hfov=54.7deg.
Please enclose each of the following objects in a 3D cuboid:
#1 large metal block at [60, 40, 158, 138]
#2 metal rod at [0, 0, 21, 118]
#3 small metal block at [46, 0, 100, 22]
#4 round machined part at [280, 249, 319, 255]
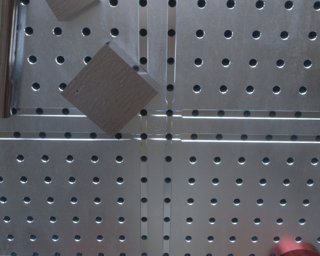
[{"bbox_3d":[-0.059,-0.049,0.381,0.080,0.050,0.080,43,105,-14],"label":"large metal block"},{"bbox_3d":[-0.173,-0.153,0.355,0.025,0.025,0.298,13,110,-5],"label":"metal rod"},{"bbox_3d":[-0.106,-0.157,0.354,0.050,0.025,0.050,-27,108,9],"label":"small metal block"},{"bbox_3d":[0.229,0.249,0.498,0.099,0.042,0.097,0,110,0],"label":"round machined part"}]
